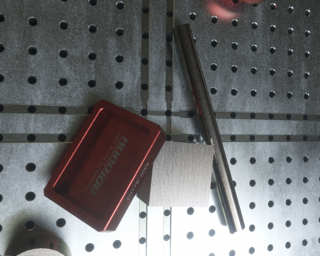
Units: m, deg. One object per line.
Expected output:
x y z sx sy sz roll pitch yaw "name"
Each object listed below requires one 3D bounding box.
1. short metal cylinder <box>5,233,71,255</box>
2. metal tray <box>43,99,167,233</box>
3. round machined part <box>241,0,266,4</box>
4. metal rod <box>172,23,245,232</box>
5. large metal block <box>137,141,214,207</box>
-0.138 0.166 0.349 0.081 0.050 0.079 0 90 -20 "short metal cylinder"
-0.062 0.041 0.360 0.090 0.030 0.130 25 79 22 "metal tray"
0.131 -0.230 0.451 0.099 0.042 0.097 0 90 -20 "round machined part"
0.070 0.004 0.438 0.025 0.025 0.298 -19 96 -19 "metal rod"
0.020 0.058 0.407 0.081 0.050 0.080 6 88 -20 "large metal block"
